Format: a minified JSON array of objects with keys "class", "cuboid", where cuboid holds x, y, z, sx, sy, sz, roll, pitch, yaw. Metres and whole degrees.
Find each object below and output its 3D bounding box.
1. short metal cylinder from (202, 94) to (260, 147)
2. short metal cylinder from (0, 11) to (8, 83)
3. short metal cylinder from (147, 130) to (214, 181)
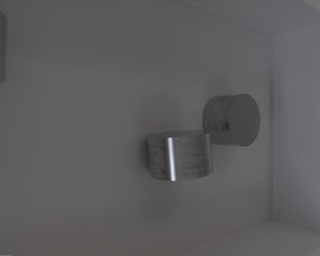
[{"class":"short metal cylinder","cuboid":[0.112,-0.012,0.484,0.081,0.050,0.080,0,90,-40]},{"class":"short metal cylinder","cuboid":[-0.161,-0.064,0.235,0.081,0.080,0.050,2,89,-40]},{"class":"short metal cylinder","cuboid":[0.025,0.032,0.392,0.081,0.080,0.050,-8,96,-40]}]
